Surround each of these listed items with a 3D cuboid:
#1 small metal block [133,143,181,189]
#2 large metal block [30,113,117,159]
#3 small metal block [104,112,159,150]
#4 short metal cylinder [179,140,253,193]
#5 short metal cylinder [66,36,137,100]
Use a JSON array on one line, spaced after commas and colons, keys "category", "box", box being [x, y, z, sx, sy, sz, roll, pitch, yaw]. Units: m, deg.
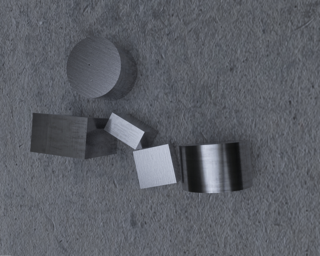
[{"category": "small metal block", "box": [-0.003, 0.050, 0.409, 0.050, 0.025, 0.050, -13, 86, 19]}, {"category": "large metal block", "box": [-0.112, 0.009, 0.418, 0.080, 0.080, 0.050, 5, 92, 19]}, {"category": "small metal block", "box": [-0.037, 0.003, 0.408, 0.050, 0.050, 0.025, 31, 100, 17]}, {"category": "short metal cylinder", "box": [0.064, 0.042, 0.357, 0.080, 0.080, 0.050, -5, 89, 19]}, {"category": "short metal cylinder", "box": [-0.078, -0.079, 0.422, 0.080, 0.050, 0.079, 0, 90, 19]}]
